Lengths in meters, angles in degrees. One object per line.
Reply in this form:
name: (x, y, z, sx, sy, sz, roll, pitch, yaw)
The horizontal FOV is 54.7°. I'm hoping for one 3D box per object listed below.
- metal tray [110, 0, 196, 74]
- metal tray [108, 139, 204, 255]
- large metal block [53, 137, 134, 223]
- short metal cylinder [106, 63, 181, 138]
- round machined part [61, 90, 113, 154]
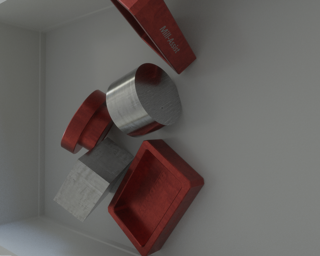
metal tray: (-0.015, -0.123, 0.348, 0.030, 0.130, 0.090, -44, 62, 5)
metal tray: (-0.011, 0.091, 0.410, 0.090, 0.030, 0.129, 43, 115, 31)
large metal block: (-0.090, 0.070, 0.434, 0.050, 0.080, 0.080, 37, 116, 3)
short metal cylinder: (-0.019, -0.033, 0.385, 0.050, 0.081, 0.080, -23, 76, 37)
round machined part: (-0.097, -0.003, 0.449, 0.042, 0.098, 0.097, 32, 114, -2)
